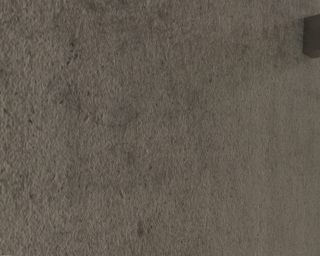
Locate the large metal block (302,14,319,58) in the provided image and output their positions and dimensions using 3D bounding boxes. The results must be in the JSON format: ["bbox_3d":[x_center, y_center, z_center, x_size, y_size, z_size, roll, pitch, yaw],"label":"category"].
[{"bbox_3d":[0.362,-0.202,0.671,0.050,0.080,0.080,8,85,-40],"label":"large metal block"}]
